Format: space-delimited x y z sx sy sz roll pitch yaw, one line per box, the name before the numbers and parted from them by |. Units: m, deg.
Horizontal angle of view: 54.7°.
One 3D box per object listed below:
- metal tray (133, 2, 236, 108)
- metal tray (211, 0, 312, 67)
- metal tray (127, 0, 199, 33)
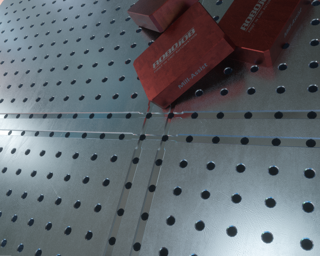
metal tray | 0.028 -0.100 0.430 0.130 0.030 0.090 -39 50 20
metal tray | 0.138 -0.151 0.425 0.090 0.030 0.130 25 75 36
metal tray | 0.005 -0.200 0.496 0.090 0.030 0.130 -41 31 -1
